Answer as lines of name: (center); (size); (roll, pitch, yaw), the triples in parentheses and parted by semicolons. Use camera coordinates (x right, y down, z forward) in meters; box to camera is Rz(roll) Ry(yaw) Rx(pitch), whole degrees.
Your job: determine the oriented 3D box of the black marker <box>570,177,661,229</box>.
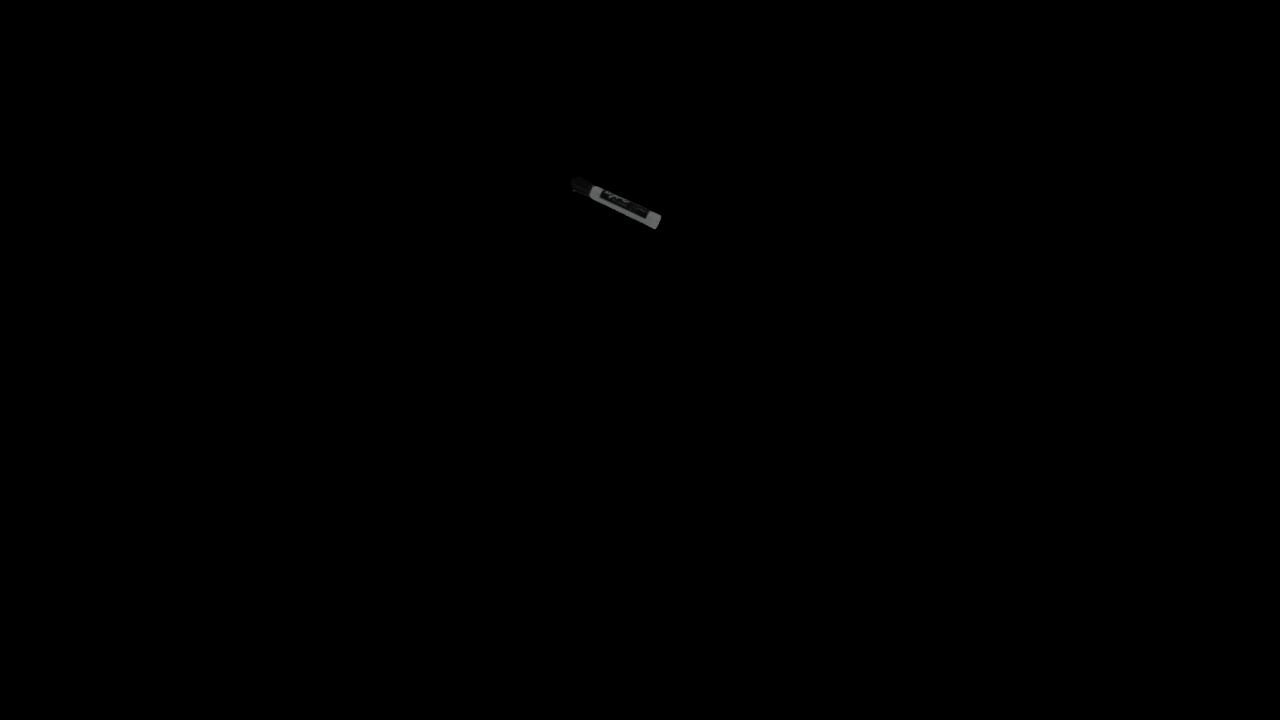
black marker: (-0.031, -0.197, 0.766); (0.121, 0.020, 0.020); (26, 2, 3)
